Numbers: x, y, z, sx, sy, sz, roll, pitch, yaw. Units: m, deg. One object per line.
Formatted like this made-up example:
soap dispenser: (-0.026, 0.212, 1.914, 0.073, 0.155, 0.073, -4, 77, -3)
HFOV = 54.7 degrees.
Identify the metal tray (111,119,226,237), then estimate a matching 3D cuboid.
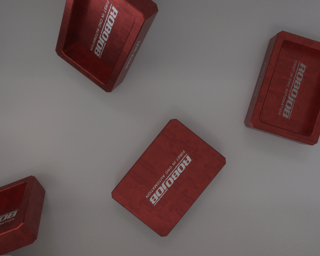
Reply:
metal tray: (0.011, 0.064, 0.409, 0.090, 0.030, 0.130, 39, 90, 0)

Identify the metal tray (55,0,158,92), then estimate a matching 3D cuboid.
metal tray: (-0.068, -0.113, 0.364, 0.090, 0.129, 0.030, 37, 49, -1)

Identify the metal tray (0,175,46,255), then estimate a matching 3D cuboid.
metal tray: (-0.212, 0.117, 0.376, 0.131, 0.090, 0.030, -21, 122, 0)

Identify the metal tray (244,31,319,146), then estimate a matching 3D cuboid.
metal tray: (0.176, -0.051, 0.409, 0.090, 0.030, 0.129, 17, 90, 0)
